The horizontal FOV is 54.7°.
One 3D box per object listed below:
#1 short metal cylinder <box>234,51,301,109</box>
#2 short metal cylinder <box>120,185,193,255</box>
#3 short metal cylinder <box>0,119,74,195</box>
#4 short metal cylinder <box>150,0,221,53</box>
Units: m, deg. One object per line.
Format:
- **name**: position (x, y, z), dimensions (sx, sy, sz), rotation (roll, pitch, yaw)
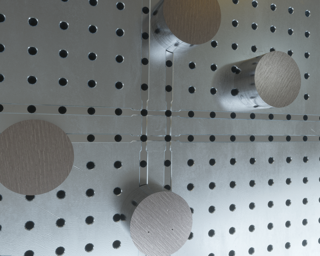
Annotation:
- **short metal cylinder**: position (0.158, -0.068, 0.457), dimensions (0.081, 0.050, 0.079), rotation (0, 90, -20)
- **short metal cylinder**: position (-0.006, 0.116, 0.397), dimensions (0.081, 0.050, 0.079), rotation (0, 90, -20)
- **short metal cylinder**: position (-0.140, 0.030, 0.348), dimensions (0.081, 0.050, 0.079), rotation (0, 90, -20)
- **short metal cylinder**: position (0.033, -0.144, 0.411), dimensions (0.081, 0.050, 0.079), rotation (0, 90, -20)
